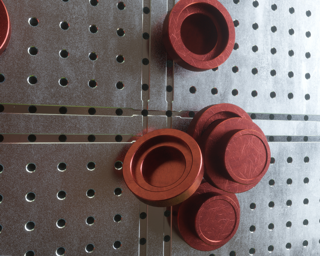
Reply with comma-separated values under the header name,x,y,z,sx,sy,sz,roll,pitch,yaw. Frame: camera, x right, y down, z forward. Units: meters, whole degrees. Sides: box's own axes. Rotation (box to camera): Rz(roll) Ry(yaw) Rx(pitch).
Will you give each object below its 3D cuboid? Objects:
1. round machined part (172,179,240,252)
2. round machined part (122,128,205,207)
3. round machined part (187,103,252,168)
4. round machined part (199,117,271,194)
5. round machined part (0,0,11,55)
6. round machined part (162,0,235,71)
name,x,y,z,sx,sy,sz,roll,pitch,yaw
round machined part,0.070,0.122,0.429,0.099,0.042,0.097,0,90,-20
round machined part,0.007,0.052,0.387,0.098,0.098,0.042,-44,145,-15
round machined part,0.081,0.015,0.433,0.099,0.042,0.097,0,90,-20
round machined part,0.100,0.035,0.396,0.099,0.042,0.097,0,90,-20
round machined part,-0.213,-0.115,0.325,0.099,0.042,0.097,0,90,-20
round machined part,0.049,-0.125,0.421,0.099,0.042,0.097,0,90,-20
